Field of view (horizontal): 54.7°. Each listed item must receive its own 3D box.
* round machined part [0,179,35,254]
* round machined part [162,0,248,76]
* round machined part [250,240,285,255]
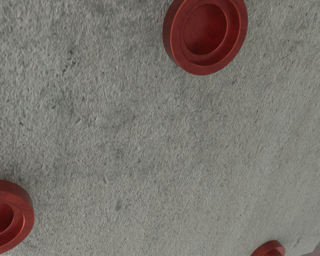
[{"bbox_3d":[-0.196,0.096,0.348,0.099,0.042,0.097,-14,124,-21],"label":"round machined part"},{"bbox_3d":[0.047,-0.113,0.351,0.099,0.042,0.097,-14,124,-21],"label":"round machined part"},{"bbox_3d":[0.259,0.317,0.734,0.099,0.042,0.097,-14,124,-21],"label":"round machined part"}]
